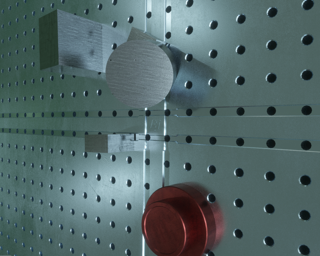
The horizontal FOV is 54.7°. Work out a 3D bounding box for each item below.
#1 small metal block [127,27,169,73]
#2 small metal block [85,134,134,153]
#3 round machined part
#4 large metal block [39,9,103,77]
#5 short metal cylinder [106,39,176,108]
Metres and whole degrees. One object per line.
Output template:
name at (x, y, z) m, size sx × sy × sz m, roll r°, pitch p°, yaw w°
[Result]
small metal block at (-0.023, -0.104, 0.426) m, size 0.050 × 0.025 × 0.050 m, roll 37°, pitch 113°, yaw 33°
small metal block at (-0.073, 0.022, 0.451) m, size 0.050 × 0.050 × 0.025 m, roll -1°, pitch 89°, yaw 39°
round machined part at (0.016, 0.121, 0.384) m, size 0.098 × 0.042 × 0.097 m, roll 0°, pitch 90°, yaw 39°
large metal block at (-0.138, -0.128, 0.484) m, size 0.050 × 0.081 × 0.080 m, roll -3°, pitch 88°, yaw 40°
short metal cylinder at (-0.021, -0.069, 0.384) m, size 0.080 × 0.050 × 0.079 m, roll 2°, pitch 108°, yaw 7°
